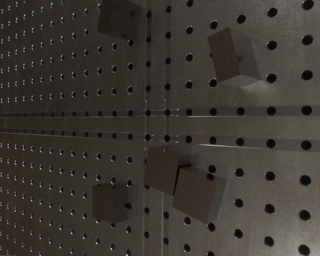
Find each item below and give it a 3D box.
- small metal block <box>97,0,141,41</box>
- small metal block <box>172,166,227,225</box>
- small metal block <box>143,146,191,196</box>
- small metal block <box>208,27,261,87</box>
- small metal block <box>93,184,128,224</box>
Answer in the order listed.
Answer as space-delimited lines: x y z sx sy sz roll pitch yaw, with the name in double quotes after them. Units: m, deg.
-0.057 -0.154 0.438 0.025 0.050 0.050 19 102 38 "small metal block"
0.046 0.078 0.370 0.050 0.025 0.050 19 102 38 "small metal block"
0.009 0.054 0.400 0.050 0.025 0.050 15 99 38 "small metal block"
0.079 -0.072 0.327 0.025 0.050 0.050 -18 79 38 "small metal block"
-0.076 0.113 0.470 0.050 0.025 0.050 -1 90 39 "small metal block"
